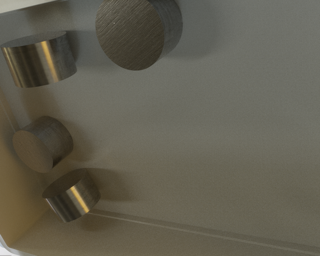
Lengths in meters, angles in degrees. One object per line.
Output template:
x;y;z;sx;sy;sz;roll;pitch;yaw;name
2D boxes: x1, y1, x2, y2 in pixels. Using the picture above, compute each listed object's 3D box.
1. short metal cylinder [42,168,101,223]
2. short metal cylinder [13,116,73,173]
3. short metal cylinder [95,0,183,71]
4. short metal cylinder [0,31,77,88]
-0.148;0.112;0.520;0.080;0.080;0.050;-14;111;34;short metal cylinder
-0.192;0.027;0.510;0.080;0.050;0.079;13;124;21;short metal cylinder
-0.022;-0.109;0.337;0.080;0.050;0.079;13;124;21;short metal cylinder
-0.154;-0.090;0.399;0.080;0.080;0.050;5;121;26;short metal cylinder
